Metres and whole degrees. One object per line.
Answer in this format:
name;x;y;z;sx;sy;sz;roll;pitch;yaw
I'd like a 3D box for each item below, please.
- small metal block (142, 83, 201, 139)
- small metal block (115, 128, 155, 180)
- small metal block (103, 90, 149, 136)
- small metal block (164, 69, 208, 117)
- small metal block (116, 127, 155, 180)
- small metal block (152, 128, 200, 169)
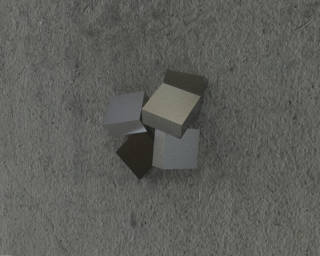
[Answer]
small metal block;0.014;-0.021;0.364;0.050;0.025;0.050;23;54;18
small metal block;-0.022;0.033;0.417;0.050;0.025;0.050;-46;76;14
small metal block;-0.042;-0.019;0.411;0.050;0.025;0.050;-8;50;19
small metal block;0.030;-0.045;0.399;0.050;0.025;0.050;15;95;19
small metal block;-0.022;0.033;0.417;0.050;0.025;0.050;-46;76;14
small metal block;0.020;0.024;0.387;0.025;0.050;0.050;6;92;58
